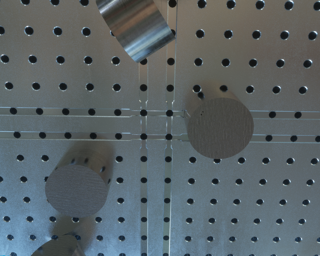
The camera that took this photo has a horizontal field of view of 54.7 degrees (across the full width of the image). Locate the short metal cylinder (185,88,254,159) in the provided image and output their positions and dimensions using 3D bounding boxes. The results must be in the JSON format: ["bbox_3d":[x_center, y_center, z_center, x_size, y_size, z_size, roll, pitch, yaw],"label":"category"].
[{"bbox_3d":[0.073,-0.007,0.398,0.081,0.050,0.079,0,110,0],"label":"short metal cylinder"}]

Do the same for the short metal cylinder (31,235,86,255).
[{"bbox_3d":[-0.150,0.207,0.459,0.080,0.080,0.050,-18,109,6],"label":"short metal cylinder"}]

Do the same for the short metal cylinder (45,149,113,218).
[{"bbox_3d":[-0.109,0.075,0.427,0.081,0.050,0.079,0,110,0],"label":"short metal cylinder"}]

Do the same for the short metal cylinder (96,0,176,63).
[{"bbox_3d":[-0.025,-0.119,0.340,0.050,0.080,0.080,-31,107,11],"label":"short metal cylinder"}]
